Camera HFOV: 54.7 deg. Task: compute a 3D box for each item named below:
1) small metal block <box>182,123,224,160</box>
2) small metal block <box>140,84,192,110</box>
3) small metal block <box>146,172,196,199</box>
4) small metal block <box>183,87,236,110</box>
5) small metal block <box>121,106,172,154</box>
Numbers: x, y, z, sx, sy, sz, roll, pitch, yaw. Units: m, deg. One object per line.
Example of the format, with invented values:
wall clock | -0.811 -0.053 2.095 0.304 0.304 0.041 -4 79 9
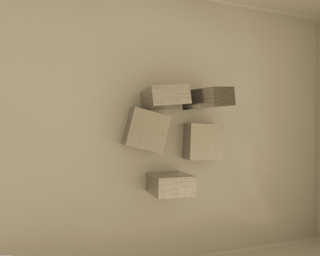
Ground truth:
small metal block | 0.060 0.019 0.433 0.050 0.025 0.050 2 89 -20
small metal block | 0.006 -0.039 0.399 0.050 0.050 0.025 -5 88 -20
small metal block | 0.013 0.073 0.402 0.050 0.050 0.025 1 90 -20
small metal block | 0.065 -0.040 0.412 0.050 0.050 0.025 -8 94 -47
small metal block | -0.018 0.003 0.404 0.050 0.025 0.050 15 85 -20
